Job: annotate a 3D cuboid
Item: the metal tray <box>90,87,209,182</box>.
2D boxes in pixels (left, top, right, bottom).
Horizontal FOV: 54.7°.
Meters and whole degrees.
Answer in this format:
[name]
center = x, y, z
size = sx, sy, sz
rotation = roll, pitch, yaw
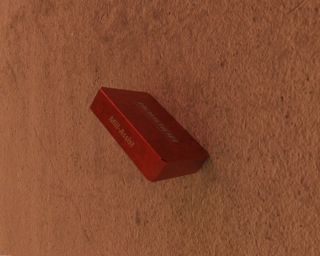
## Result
[metal tray]
center = -0.013, 0.003, 0.373
size = 0.130, 0.091, 0.030
rotation = 47, 118, 29
